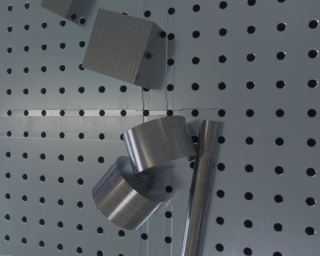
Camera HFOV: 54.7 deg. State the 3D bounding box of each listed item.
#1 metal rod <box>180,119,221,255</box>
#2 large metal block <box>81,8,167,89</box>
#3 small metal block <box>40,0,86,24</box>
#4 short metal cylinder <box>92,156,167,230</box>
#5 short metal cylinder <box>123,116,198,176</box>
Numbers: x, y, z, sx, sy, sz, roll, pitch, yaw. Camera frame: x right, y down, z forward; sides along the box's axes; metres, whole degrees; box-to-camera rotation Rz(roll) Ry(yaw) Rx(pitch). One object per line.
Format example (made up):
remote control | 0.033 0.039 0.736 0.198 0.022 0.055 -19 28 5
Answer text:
metal rod | 0.043 0.138 0.397 0.025 0.025 0.298 9 93 19
large metal block | -0.047 -0.105 0.416 0.080 0.050 0.080 20 97 18
small metal block | -0.143 -0.193 0.463 0.050 0.025 0.050 30 100 17
short metal cylinder | -0.039 0.082 0.397 0.080 0.080 0.050 44 104 14
short metal cylinder | 0.000 0.023 0.380 0.080 0.080 0.050 -22 76 18
